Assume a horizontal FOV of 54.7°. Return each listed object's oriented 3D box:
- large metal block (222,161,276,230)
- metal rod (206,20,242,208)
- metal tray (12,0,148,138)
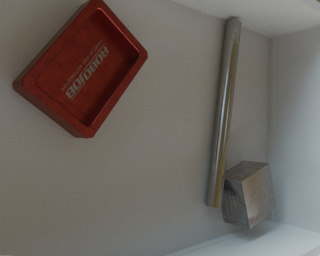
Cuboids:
[{"bbox_3d":[0.144,0.107,0.515,0.081,0.050,0.079,-21,104,-38],"label":"large metal block"},{"bbox_3d":[0.102,-0.026,0.494,0.025,0.025,0.298,13,82,-40],"label":"metal rod"},{"bbox_3d":[-0.079,-0.065,0.338,0.090,0.030,0.130,45,63,-31],"label":"metal tray"}]
